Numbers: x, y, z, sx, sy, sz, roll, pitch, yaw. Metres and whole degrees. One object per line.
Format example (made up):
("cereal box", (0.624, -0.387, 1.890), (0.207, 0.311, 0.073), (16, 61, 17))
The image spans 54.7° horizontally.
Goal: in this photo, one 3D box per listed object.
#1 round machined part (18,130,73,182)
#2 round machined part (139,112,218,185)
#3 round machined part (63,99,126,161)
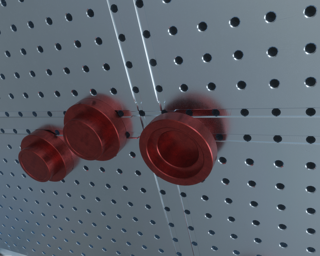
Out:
("round machined part", (-0.205, 0.055, 0.539), (0.098, 0.042, 0.097), (13, 124, 20))
("round machined part", (0.026, 0.023, 0.399), (0.098, 0.042, 0.097), (13, 124, 20))
("round machined part", (-0.103, 0.009, 0.458), (0.098, 0.042, 0.097), (13, 124, 20))
